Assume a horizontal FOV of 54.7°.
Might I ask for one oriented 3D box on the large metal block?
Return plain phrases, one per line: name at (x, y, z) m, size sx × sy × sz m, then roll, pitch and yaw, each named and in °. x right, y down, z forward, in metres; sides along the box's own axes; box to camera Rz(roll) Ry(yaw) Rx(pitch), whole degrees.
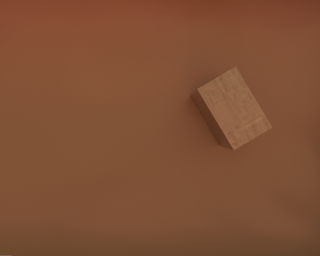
large metal block at (0.083, -0.022, 0.385) m, size 0.050 × 0.080 × 0.080 m, roll -31°, pitch 90°, yaw 0°
